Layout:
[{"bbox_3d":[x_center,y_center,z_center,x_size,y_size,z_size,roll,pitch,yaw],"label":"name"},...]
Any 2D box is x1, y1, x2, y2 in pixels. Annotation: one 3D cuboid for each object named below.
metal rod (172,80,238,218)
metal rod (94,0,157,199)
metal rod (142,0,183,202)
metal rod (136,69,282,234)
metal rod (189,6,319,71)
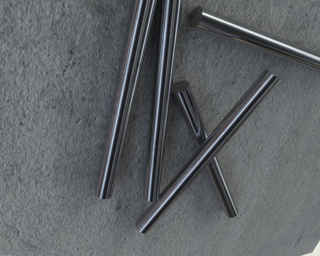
[{"bbox_3d":[0.079,0.052,0.481,0.025,0.025,0.299,-33,129,-7],"label":"metal rod"},{"bbox_3d":[-0.040,-0.043,0.358,0.025,0.025,0.298,1,118,-29],"label":"metal rod"},{"bbox_3d":[0.000,-0.028,0.389,0.025,0.025,0.298,-8,122,-24],"label":"metal rod"},{"bbox_3d":[0.056,0.045,0.435,0.025,0.025,0.299,21,116,-36],"label":"metal rod"},{"bbox_3d":[0.168,-0.110,0.429,0.302,0.025,0.025,7,115,-32],"label":"metal rod"}]
